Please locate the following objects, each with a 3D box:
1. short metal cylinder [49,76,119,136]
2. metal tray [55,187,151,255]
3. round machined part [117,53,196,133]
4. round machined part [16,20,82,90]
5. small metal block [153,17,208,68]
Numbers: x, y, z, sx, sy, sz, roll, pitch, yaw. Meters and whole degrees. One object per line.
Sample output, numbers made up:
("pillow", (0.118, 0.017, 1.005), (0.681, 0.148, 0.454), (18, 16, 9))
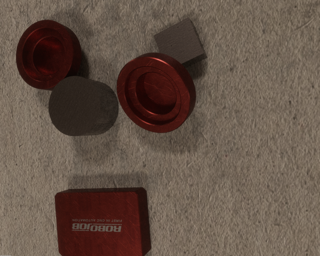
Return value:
("short metal cylinder", (-0.105, -0.029, 0.431), (0.080, 0.050, 0.079), (0, 90, 19))
("metal tray", (-0.082, 0.132, 0.434), (0.130, 0.030, 0.089), (-5, 88, 19))
("round machined part", (-0.001, -0.046, 0.386), (0.098, 0.042, 0.097), (13, 122, 22))
("round machined part", (-0.157, -0.103, 0.454), (0.098, 0.042, 0.097), (0, 90, 19))
("small metal block", (0.027, -0.105, 0.399), (0.050, 0.025, 0.050), (-23, 83, 18))
